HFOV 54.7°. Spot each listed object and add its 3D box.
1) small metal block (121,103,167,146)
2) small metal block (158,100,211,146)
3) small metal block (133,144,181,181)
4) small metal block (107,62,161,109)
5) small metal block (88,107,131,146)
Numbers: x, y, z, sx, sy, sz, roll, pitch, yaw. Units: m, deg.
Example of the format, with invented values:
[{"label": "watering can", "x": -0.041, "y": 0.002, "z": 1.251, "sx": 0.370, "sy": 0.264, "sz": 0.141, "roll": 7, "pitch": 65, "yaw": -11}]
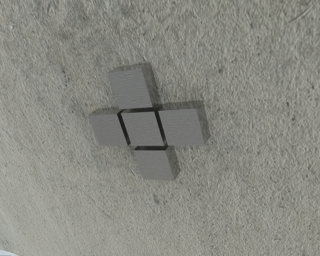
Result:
[{"label": "small metal block", "x": -0.018, "y": -0.004, "z": 0.414, "sx": 0.050, "sy": 0.025, "sz": 0.050, "roll": -2, "pitch": 118, "yaw": 28}, {"label": "small metal block", "x": 0.031, "y": -0.006, "z": 0.387, "sx": 0.050, "sy": 0.025, "sz": 0.050, "roll": -2, "pitch": 118, "yaw": 28}, {"label": "small metal block", "x": -0.003, "y": 0.046, "z": 0.437, "sx": 0.050, "sy": 0.025, "sz": 0.050, "roll": -2, "pitch": 118, "yaw": 29}, {"label": "small metal block", "x": -0.032, "y": -0.053, "z": 0.391, "sx": 0.050, "sy": 0.025, "sz": 0.050, "roll": -2, "pitch": 118, "yaw": 28}, {"label": "small metal block", "x": -0.068, "y": -0.002, "z": 0.441, "sx": 0.050, "sy": 0.025, "sz": 0.050, "roll": -2, "pitch": 118, "yaw": 28}]
